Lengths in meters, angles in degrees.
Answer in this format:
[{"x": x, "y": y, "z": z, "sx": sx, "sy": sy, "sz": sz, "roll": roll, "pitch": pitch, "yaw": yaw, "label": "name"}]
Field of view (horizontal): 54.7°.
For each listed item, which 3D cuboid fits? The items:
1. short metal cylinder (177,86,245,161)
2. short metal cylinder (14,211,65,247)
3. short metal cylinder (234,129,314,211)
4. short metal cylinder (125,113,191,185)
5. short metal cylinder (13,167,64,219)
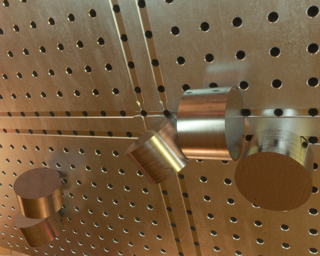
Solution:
[{"x": 0.059, "y": -0.005, "z": 0.342, "sx": 0.050, "sy": 0.080, "sz": 0.080, "roll": 0, "pitch": 118, "yaw": 29, "label": "short metal cylinder"}, {"x": -0.240, "y": 0.189, "z": 0.619, "sx": 0.080, "sy": 0.080, "sz": 0.050, "roll": -1, "pitch": 118, "yaw": 29, "label": "short metal cylinder"}, {"x": 0.131, "y": 0.047, "z": 0.355, "sx": 0.080, "sy": 0.050, "sz": 0.079, "roll": 13, "pitch": 124, "yaw": 21, "label": "short metal cylinder"}, {"x": 0.003, "y": 0.025, "z": 0.390, "sx": 0.080, "sy": 0.080, "sz": 0.050, "roll": -33, "pitch": 100, "yaw": 38, "label": "short metal cylinder"}, {"x": -0.218, "y": 0.117, "z": 0.563, "sx": 0.080, "sy": 0.080, "sz": 0.050, "roll": 17, "pitch": 125, "yaw": 18, "label": "short metal cylinder"}]
